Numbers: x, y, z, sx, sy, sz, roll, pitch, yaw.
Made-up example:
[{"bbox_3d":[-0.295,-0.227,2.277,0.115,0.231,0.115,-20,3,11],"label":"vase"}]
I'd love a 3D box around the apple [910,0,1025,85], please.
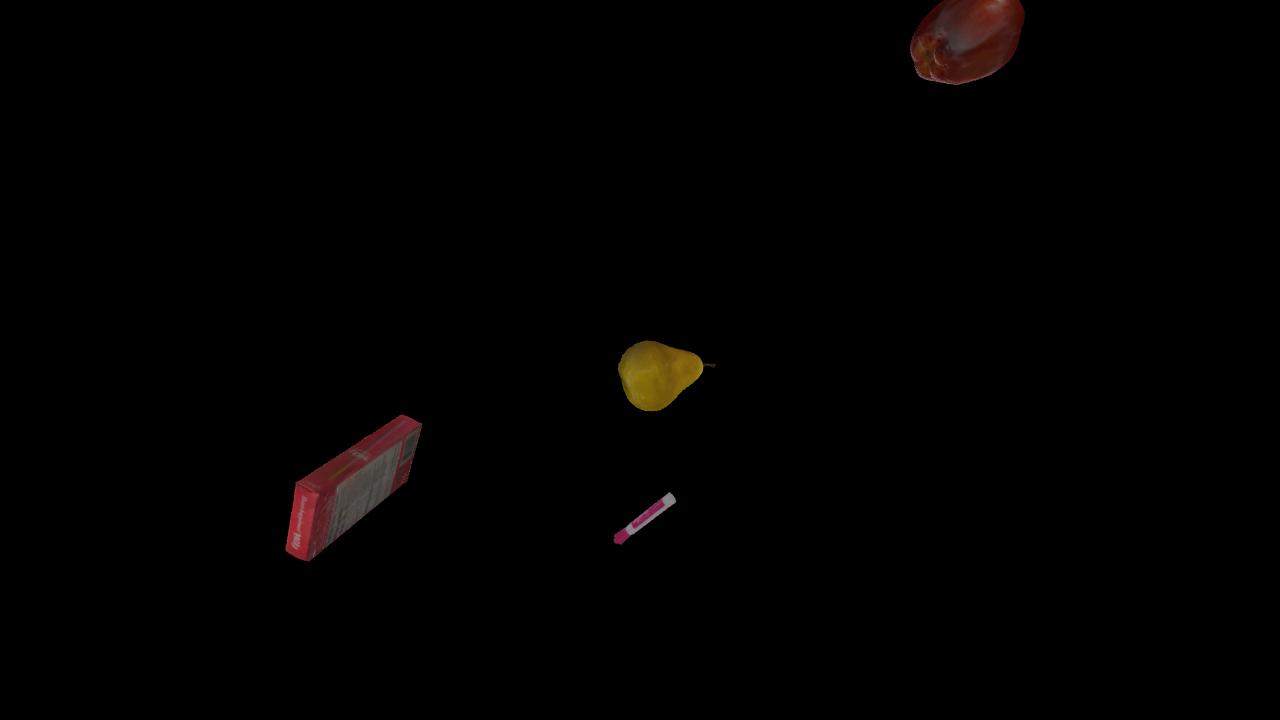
[{"bbox_3d":[0.284,-0.283,0.538,0.093,0.079,0.079,-31,5,-8],"label":"apple"}]

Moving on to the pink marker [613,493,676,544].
[{"bbox_3d":[0.006,0.254,0.980,0.121,0.020,0.020,-39,-7,9],"label":"pink marker"}]

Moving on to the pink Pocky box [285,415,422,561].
[{"bbox_3d":[-0.283,0.122,0.619,0.029,0.084,0.155,25,24,7],"label":"pink Pocky box"}]

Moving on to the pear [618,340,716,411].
[{"bbox_3d":[0.034,0.010,0.690,0.111,0.080,0.080,-20,3,-9],"label":"pear"}]
